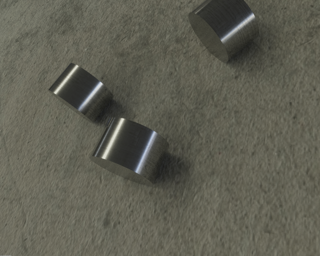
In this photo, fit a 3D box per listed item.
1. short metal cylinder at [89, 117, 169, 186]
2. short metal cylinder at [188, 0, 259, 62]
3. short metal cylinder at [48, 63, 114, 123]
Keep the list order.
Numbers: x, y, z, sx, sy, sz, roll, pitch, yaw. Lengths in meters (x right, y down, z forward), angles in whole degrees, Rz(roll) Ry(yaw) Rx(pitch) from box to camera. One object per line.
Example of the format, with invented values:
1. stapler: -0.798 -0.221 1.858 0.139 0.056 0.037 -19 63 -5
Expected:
1. short metal cylinder: -0.036 0.029 0.368 0.080 0.080 0.050 11 68 32
2. short metal cylinder: 0.083 -0.134 0.407 0.050 0.080 0.080 -40 51 1
3. short metal cylinder: -0.116 -0.051 0.459 0.080 0.080 0.050 28 77 37
